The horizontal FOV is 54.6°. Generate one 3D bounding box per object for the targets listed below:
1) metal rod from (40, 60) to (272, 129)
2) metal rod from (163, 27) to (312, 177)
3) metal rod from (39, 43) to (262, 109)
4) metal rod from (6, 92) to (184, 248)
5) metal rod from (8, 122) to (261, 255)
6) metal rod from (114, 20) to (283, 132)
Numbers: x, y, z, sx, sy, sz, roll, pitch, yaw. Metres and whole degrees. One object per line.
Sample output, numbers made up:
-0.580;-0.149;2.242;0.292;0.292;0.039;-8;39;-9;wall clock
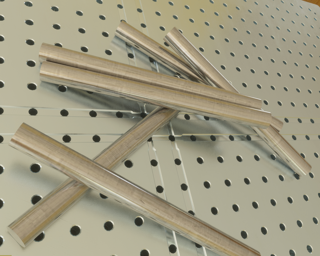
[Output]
0.003;-0.040;0.403;0.302;0.025;0.025;11;57;-11;metal rod
0.121;-0.036;0.471;0.300;0.025;0.025;44;51;-7;metal rod
-0.004;-0.062;0.417;0.302;0.025;0.025;12;56;-12;metal rod
-0.041;0.021;0.373;0.025;0.025;0.302;46;51;4;metal rod
-0.011;0.082;0.329;0.301;0.025;0.025;32;51;-16;metal rod
0.066;-0.075;0.488;0.301;0.025;0.025;30;52;-9;metal rod
